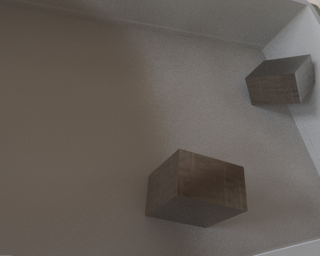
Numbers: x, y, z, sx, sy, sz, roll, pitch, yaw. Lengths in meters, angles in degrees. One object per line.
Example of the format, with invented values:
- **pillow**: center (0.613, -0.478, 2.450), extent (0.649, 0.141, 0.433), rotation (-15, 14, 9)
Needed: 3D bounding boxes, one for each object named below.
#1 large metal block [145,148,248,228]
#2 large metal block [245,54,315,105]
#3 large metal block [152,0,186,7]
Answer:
- **large metal block**: center (0.038, 0.071, 0.347), extent (0.081, 0.080, 0.050), rotation (17, 55, -19)
- **large metal block**: center (0.202, -0.080, 0.518), extent (0.080, 0.080, 0.050), rotation (-40, 119, -39)
- **large metal block**: center (0.010, -0.275, 0.565), extent (0.081, 0.050, 0.080), rotation (-30, 79, -38)
